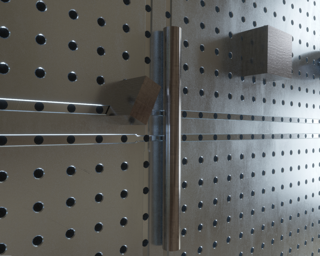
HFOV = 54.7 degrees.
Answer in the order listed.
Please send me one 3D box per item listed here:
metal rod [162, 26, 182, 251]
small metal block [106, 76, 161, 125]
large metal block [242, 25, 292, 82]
[{"bbox_3d":[0.016,0.014,0.422,0.025,0.025,0.298,0,90,-40],"label":"metal rod"},{"bbox_3d":[-0.032,-0.031,0.366,0.025,0.050,0.050,33,70,-36],"label":"small metal block"},{"bbox_3d":[0.192,-0.129,0.553,0.081,0.050,0.080,2,89,-40],"label":"large metal block"}]
